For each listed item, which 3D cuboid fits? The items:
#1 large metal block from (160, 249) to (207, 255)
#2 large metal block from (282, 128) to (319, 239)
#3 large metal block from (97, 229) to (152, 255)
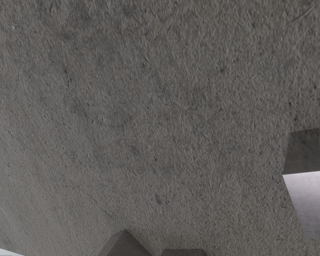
[{"bbox_3d":[0.046,0.253,0.523,0.080,0.050,0.080,-16,110,34],"label":"large metal block"},{"bbox_3d":[0.167,0.054,0.316,0.050,0.080,0.080,-14,111,34],"label":"large metal block"},{"bbox_3d":[-0.069,0.246,0.560,0.080,0.080,0.050,48,129,-5],"label":"large metal block"}]
